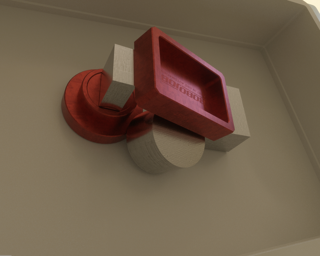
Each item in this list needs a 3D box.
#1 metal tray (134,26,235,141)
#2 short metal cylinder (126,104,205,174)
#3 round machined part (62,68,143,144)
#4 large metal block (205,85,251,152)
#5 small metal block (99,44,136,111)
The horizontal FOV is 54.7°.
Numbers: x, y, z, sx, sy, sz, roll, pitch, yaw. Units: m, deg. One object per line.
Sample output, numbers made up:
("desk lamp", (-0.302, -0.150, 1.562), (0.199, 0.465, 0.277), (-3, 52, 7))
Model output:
("metal tray", (0.030, -0.047, 0.356), (0.131, 0.030, 0.090), (23, 51, -39))
("short metal cylinder", (0.008, 0.012, 0.371), (0.081, 0.050, 0.080), (15, 66, -36))
("round machined part", (-0.066, -0.033, 0.378), (0.099, 0.042, 0.098), (14, 56, -21))
("large metal block", (0.072, -0.017, 0.437), (0.081, 0.050, 0.080), (9, 58, -24))
("small metal block", (-0.047, -0.055, 0.343), (0.025, 0.050, 0.050), (12, 57, -22))
